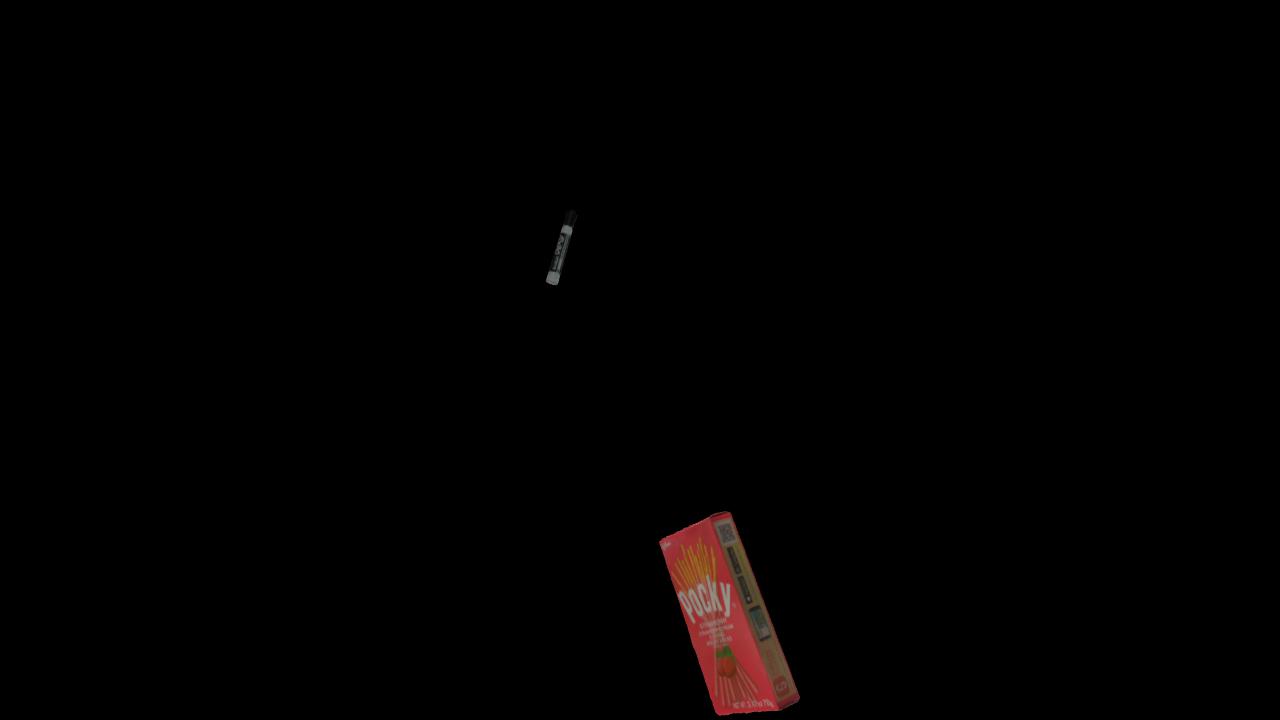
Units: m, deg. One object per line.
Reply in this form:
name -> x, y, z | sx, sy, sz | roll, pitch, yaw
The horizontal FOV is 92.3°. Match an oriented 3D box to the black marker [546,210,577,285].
black marker -> -0.119, -0.173, 0.939 | 0.020, 0.121, 0.020 | 14, -11, 3

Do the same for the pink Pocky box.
pink Pocky box -> 0.071, 0.217, 0.528 | 0.029, 0.155, 0.084 | -4, -25, -36
